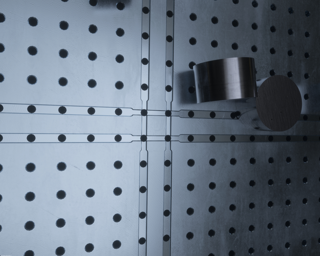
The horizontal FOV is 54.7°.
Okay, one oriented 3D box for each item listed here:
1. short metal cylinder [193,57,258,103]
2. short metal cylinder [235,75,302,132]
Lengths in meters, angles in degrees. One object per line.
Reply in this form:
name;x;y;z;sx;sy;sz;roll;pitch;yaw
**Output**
short metal cylinder;0.087;-0.062;0.415;0.081;0.080;0.050;-7;93;-20
short metal cylinder;0.160;-0.035;0.458;0.081;0.050;0.079;0;90;-20
